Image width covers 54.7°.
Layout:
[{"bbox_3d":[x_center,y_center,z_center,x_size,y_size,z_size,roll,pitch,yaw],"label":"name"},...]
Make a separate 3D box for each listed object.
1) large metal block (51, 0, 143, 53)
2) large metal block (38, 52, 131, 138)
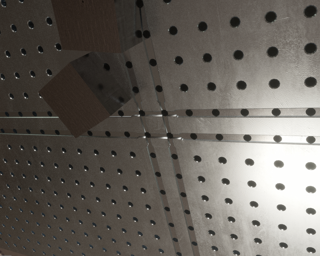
[{"bbox_3d":[-0.071,-0.133,0.349,0.080,0.050,0.079,9,122,23],"label":"large metal block"},{"bbox_3d":[-0.102,-0.044,0.420,0.080,0.050,0.080,-28,103,37],"label":"large metal block"}]
